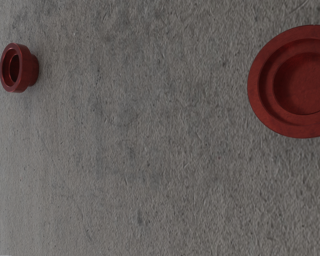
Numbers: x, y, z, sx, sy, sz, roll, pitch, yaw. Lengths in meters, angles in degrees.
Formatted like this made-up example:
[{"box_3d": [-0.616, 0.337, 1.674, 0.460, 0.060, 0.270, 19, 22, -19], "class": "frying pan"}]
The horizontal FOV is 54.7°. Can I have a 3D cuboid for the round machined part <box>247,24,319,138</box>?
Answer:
[{"box_3d": [0.135, -0.040, 0.283, 0.098, 0.042, 0.097, 0, 90, 40], "class": "round machined part"}]

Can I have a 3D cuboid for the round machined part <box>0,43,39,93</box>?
[{"box_3d": [-0.281, -0.119, 0.627, 0.098, 0.042, 0.097, 0, 90, 40], "class": "round machined part"}]
